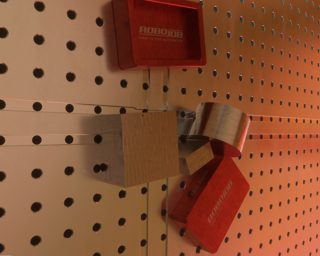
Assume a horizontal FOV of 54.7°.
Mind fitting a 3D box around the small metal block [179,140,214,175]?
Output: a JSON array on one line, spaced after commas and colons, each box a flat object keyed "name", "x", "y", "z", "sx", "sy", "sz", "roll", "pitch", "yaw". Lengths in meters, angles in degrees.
[{"name": "small metal block", "x": 0.037, "y": 0.039, "z": 0.426, "sx": 0.050, "sy": 0.050, "sz": 0.025, "roll": -30, "pitch": 109, "yaw": -36}]

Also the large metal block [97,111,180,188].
[{"name": "large metal block", "x": -0.025, "y": 0.021, "z": 0.374, "sx": 0.081, "sy": 0.050, "sz": 0.079, "roll": -6, "pitch": 94, "yaw": -40}]

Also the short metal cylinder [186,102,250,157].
[{"name": "short metal cylinder", "x": 0.084, "y": 0.004, "z": 0.446, "sx": 0.080, "sy": 0.080, "sz": 0.050, "roll": 32, "pitch": 70, "yaw": -36}]

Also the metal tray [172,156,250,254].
[{"name": "metal tray", "x": 0.083, "y": 0.112, "z": 0.478, "sx": 0.130, "sy": 0.030, "sz": 0.090, "roll": -52, "pitch": 121, "yaw": -27}]

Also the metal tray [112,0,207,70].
[{"name": "metal tray", "x": 0.005, "y": -0.124, "z": 0.411, "sx": 0.131, "sy": 0.030, "sz": 0.089, "roll": -10, "pitch": 96, "yaw": -40}]
